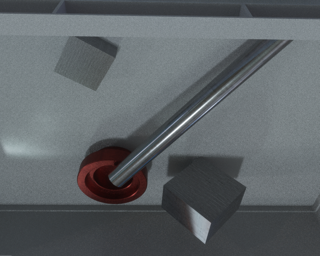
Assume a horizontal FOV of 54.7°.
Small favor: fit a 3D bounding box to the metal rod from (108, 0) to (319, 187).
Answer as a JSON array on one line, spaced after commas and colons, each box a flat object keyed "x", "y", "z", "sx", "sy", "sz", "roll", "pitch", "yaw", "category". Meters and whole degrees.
[{"x": 0.048, "y": -0.027, "z": 0.357, "sx": 0.299, "sy": 0.025, "sz": 0.025, "roll": -42, "pitch": 120, "yaw": 19, "category": "metal rod"}]

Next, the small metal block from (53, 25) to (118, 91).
[{"x": -0.082, "y": -0.076, "z": 0.343, "sx": 0.050, "sy": 0.025, "sz": 0.050, "roll": 25, "pitch": 126, "yaw": -21, "category": "small metal block"}]

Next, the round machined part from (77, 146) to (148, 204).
[{"x": -0.067, "y": 0.065, "z": 0.452, "sx": 0.099, "sy": 0.042, "sz": 0.097, "roll": -1, "pitch": 130, "yaw": 0, "category": "round machined part"}]

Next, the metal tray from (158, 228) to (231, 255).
[{"x": 0.070, "y": 0.249, "z": 0.621, "sx": 0.090, "sy": 0.030, "sz": 0.130, "roll": -36, "pitch": 122, "yaw": 26, "category": "metal tray"}]

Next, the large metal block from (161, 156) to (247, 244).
[{"x": 0.060, "y": 0.098, "z": 0.436, "sx": 0.080, "sy": 0.081, "sz": 0.050, "roll": 34, "pitch": 138, "yaw": 30, "category": "large metal block"}]
